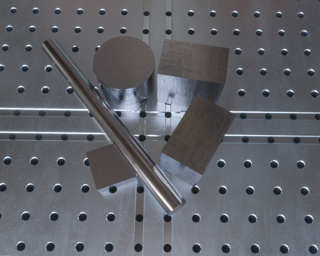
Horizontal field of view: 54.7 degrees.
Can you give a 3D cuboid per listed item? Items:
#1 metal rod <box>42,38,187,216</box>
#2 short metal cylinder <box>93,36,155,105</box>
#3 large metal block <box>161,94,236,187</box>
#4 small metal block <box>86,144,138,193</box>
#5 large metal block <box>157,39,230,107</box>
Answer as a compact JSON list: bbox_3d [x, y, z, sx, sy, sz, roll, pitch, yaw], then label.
[{"bbox_3d":[-0.071,-0.017,0.396,0.025,0.025,0.300,-35,66,-12],"label":"metal rod"},{"bbox_3d":[-0.047,-0.078,0.426,0.081,0.050,0.080,0,70,-1],"label":"short metal cylinder"},{"bbox_3d":[0.043,0.019,0.376,0.050,0.080,0.080,30,73,10],"label":"large metal block"},{"bbox_3d":[-0.060,0.049,0.393,0.050,0.025,0.050,-18,71,-7],"label":"small metal block"},{"bbox_3d":[0.041,-0.067,0.408,0.080,0.080,0.050,9,70,3],"label":"large metal block"}]
